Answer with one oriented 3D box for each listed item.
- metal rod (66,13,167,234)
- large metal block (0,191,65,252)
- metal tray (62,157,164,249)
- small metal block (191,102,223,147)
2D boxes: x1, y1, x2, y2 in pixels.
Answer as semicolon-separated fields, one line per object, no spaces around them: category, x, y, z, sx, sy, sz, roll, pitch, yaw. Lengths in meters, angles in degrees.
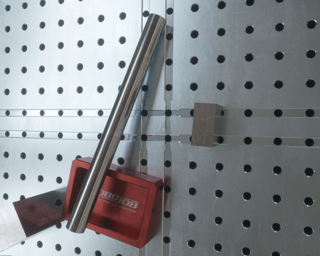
metal rod;-0.057;-0.007;0.408;0.025;0.025;0.299;21;88;18
large metal block;-0.203;0.139;0.453;0.080;0.080;0.050;-30;81;17
metal tray;-0.068;0.100;0.432;0.130;0.030;0.089;14;95;19
small metal block;0.058;-0.004;0.378;0.025;0.050;0.050;5;92;20
